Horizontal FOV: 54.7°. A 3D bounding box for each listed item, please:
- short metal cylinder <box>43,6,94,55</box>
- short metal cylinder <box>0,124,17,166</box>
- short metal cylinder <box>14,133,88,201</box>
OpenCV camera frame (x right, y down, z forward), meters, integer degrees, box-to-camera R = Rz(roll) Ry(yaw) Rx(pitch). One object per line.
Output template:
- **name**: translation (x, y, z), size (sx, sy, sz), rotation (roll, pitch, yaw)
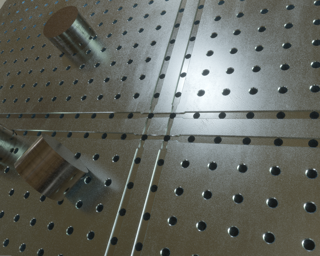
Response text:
- **short metal cylinder**: translation (-0.177, -0.189, 0.601), size (0.080, 0.050, 0.080), rotation (-13, 56, 21)
- **short metal cylinder**: translation (-0.298, 0.026, 0.532), size (0.080, 0.050, 0.080), rotation (-13, 56, 21)
- **short metal cylinder**: translation (-0.144, 0.052, 0.417), size (0.050, 0.080, 0.080), rotation (-48, 51, -5)
